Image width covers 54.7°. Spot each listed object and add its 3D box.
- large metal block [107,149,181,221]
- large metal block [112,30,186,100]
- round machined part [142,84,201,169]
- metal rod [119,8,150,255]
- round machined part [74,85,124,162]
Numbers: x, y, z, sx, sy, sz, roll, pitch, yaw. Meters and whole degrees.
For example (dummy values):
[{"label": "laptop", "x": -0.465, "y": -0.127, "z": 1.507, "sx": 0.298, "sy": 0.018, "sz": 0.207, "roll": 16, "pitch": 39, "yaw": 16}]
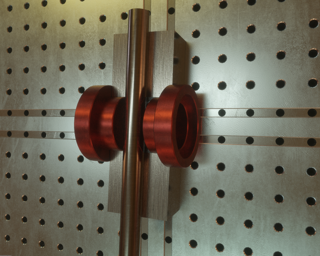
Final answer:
[{"label": "large metal block", "x": -0.019, "y": 0.069, "z": 0.405, "sx": 0.080, "sy": 0.050, "sz": 0.079, "roll": 3, "pitch": 91, "yaw": 20}, {"label": "large metal block", "x": -0.014, "y": -0.078, "z": 0.404, "sx": 0.080, "sy": 0.050, "sz": 0.079, "roll": 2, "pitch": 91, "yaw": 20}, {"label": "round machined part", "x": 0.013, "y": -0.002, "z": 0.369, "sx": 0.042, "sy": 0.098, "sz": 0.097, "roll": 2, "pitch": 91, "yaw": 25}, {"label": "metal rod", "x": -0.031, "y": 0.011, "z": 0.370, "sx": 0.025, "sy": 0.025, "sz": 0.298, "roll": 3, "pitch": 91, "yaw": 20}, {"label": "round machined part", "x": -0.062, "y": -0.006, "z": 0.395, "sx": 0.042, "sy": 0.098, "sz": 0.097, "roll": 2, "pitch": 91, "yaw": 20}]
